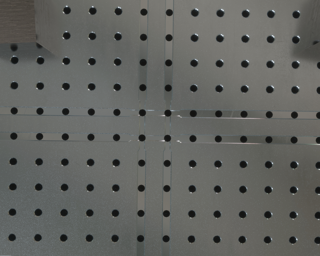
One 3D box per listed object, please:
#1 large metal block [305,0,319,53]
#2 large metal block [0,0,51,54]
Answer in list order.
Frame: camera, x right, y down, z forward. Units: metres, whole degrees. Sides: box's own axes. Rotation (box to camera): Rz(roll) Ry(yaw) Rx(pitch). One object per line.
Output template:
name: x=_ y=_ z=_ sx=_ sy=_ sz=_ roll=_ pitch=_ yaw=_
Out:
large metal block: x=0.249 y=-0.140 z=0.404 sx=0.080 sy=0.050 sz=0.080 roll=12 pitch=90 yaw=-1
large metal block: x=-0.192 y=-0.142 z=0.398 sx=0.081 sy=0.050 sz=0.079 roll=-3 pitch=90 yaw=-1
